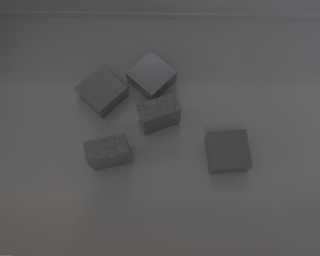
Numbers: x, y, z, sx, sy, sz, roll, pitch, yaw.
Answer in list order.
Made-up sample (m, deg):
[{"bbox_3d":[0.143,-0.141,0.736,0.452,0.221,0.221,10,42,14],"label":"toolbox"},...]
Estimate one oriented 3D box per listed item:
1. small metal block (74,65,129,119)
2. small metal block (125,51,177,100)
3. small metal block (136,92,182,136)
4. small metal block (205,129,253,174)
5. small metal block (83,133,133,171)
[{"bbox_3d":[-0.080,-0.050,0.427,0.050,0.025,0.050,43,75,14],"label":"small metal block"},{"bbox_3d":[-0.012,-0.072,0.436,0.050,0.025,0.050,42,75,13],"label":"small metal block"},{"bbox_3d":[-0.001,-0.017,0.403,0.050,0.050,0.025,-19,71,-7],"label":"small metal block"},{"bbox_3d":[0.087,0.031,0.399,0.050,0.025,0.050,-4,70,-2],"label":"small metal block"},{"bbox_3d":[-0.063,0.031,0.384,0.050,0.050,0.025,-12,71,-4],"label":"small metal block"}]
